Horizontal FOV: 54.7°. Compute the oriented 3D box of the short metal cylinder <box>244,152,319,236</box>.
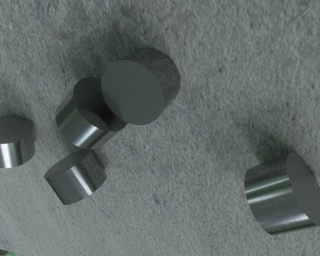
[{"bbox_3d":[0.139,0.073,0.343,0.050,0.080,0.080,-30,102,37],"label":"short metal cylinder"}]

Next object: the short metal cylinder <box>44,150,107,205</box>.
[{"bbox_3d":[-0.131,0.074,0.484,0.080,0.080,0.050,-16,110,34],"label":"short metal cylinder"}]

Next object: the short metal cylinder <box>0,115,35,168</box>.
[{"bbox_3d":[-0.252,0.021,0.514,0.080,0.080,0.050,21,126,15],"label":"short metal cylinder"}]

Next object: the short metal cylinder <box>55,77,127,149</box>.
[{"bbox_3d":[-0.087,-0.019,0.404,0.080,0.080,0.050,48,129,-6],"label":"short metal cylinder"}]

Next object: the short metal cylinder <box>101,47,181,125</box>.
[{"bbox_3d":[-0.022,-0.050,0.370,0.080,0.050,0.079,13,124,20],"label":"short metal cylinder"}]
